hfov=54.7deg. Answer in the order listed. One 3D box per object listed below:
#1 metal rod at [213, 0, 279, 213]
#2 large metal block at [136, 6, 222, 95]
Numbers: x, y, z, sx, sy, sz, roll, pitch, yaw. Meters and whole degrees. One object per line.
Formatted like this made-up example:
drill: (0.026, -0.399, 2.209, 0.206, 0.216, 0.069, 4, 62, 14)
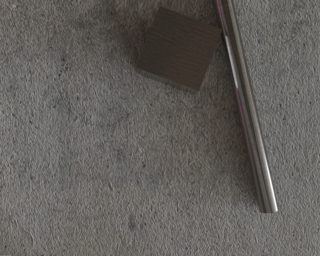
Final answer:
metal rod: (0.113, -0.037, 0.411, 0.025, 0.025, 0.298, -12, 90, 0)
large metal block: (0.023, -0.096, 0.398, 0.080, 0.050, 0.080, 21, 90, -1)
